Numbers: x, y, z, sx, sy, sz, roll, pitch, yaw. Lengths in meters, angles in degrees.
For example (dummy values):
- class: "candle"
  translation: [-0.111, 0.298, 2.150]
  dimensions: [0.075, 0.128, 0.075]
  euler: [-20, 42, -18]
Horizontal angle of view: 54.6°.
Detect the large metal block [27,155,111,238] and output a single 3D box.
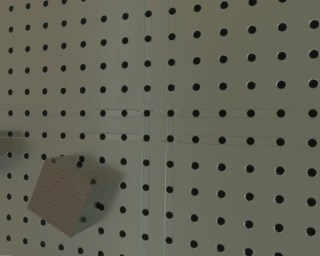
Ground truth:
- class: "large metal block"
  translation: [-0.130, 0.095, 0.446]
  dimensions: [0.080, 0.050, 0.080]
  euler: [25, 98, 18]
